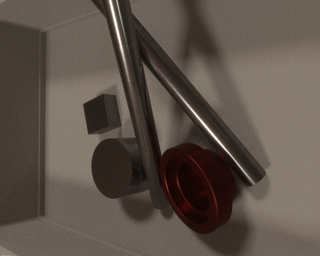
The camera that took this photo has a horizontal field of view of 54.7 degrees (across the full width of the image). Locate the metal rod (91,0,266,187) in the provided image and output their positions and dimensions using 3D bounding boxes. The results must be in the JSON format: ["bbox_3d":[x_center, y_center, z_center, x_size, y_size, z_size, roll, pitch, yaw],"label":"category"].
[{"bbox_3d":[0.005,-0.061,0.327,0.025,0.025,0.300,-40,89,32],"label":"metal rod"}]

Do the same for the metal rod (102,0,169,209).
[{"bbox_3d":[-0.024,-0.031,0.335,0.025,0.025,0.298,14,128,39],"label":"metal rod"}]

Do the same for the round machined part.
[{"bbox_3d":[0.044,0.062,0.342,0.098,0.042,0.097,36,136,45],"label":"round machined part"}]

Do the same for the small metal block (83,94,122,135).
[{"bbox_3d":[-0.090,-0.020,0.478,0.050,0.025,0.050,-19,78,38],"label":"small metal block"}]

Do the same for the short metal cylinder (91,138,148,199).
[{"bbox_3d":[-0.049,0.053,0.429,0.080,0.050,0.079,0,90,39],"label":"short metal cylinder"}]
